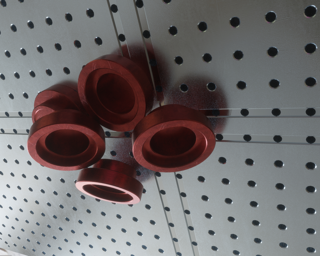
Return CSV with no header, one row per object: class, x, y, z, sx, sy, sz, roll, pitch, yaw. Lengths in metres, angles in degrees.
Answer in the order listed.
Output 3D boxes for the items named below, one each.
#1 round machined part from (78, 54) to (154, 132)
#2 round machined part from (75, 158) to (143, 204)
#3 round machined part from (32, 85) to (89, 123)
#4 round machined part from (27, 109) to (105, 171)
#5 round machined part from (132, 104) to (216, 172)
round machined part,-0.052,-0.047,0.397,0.098,0.042,0.097,13,124,20
round machined part,-0.073,0.079,0.468,0.099,0.042,0.098,9,152,5
round machined part,-0.153,-0.013,0.471,0.098,0.042,0.097,13,124,20
round machined part,-0.124,0.012,0.419,0.099,0.042,0.097,-6,137,-6
round machined part,0.015,0.009,0.378,0.099,0.042,0.097,-5,137,-4
